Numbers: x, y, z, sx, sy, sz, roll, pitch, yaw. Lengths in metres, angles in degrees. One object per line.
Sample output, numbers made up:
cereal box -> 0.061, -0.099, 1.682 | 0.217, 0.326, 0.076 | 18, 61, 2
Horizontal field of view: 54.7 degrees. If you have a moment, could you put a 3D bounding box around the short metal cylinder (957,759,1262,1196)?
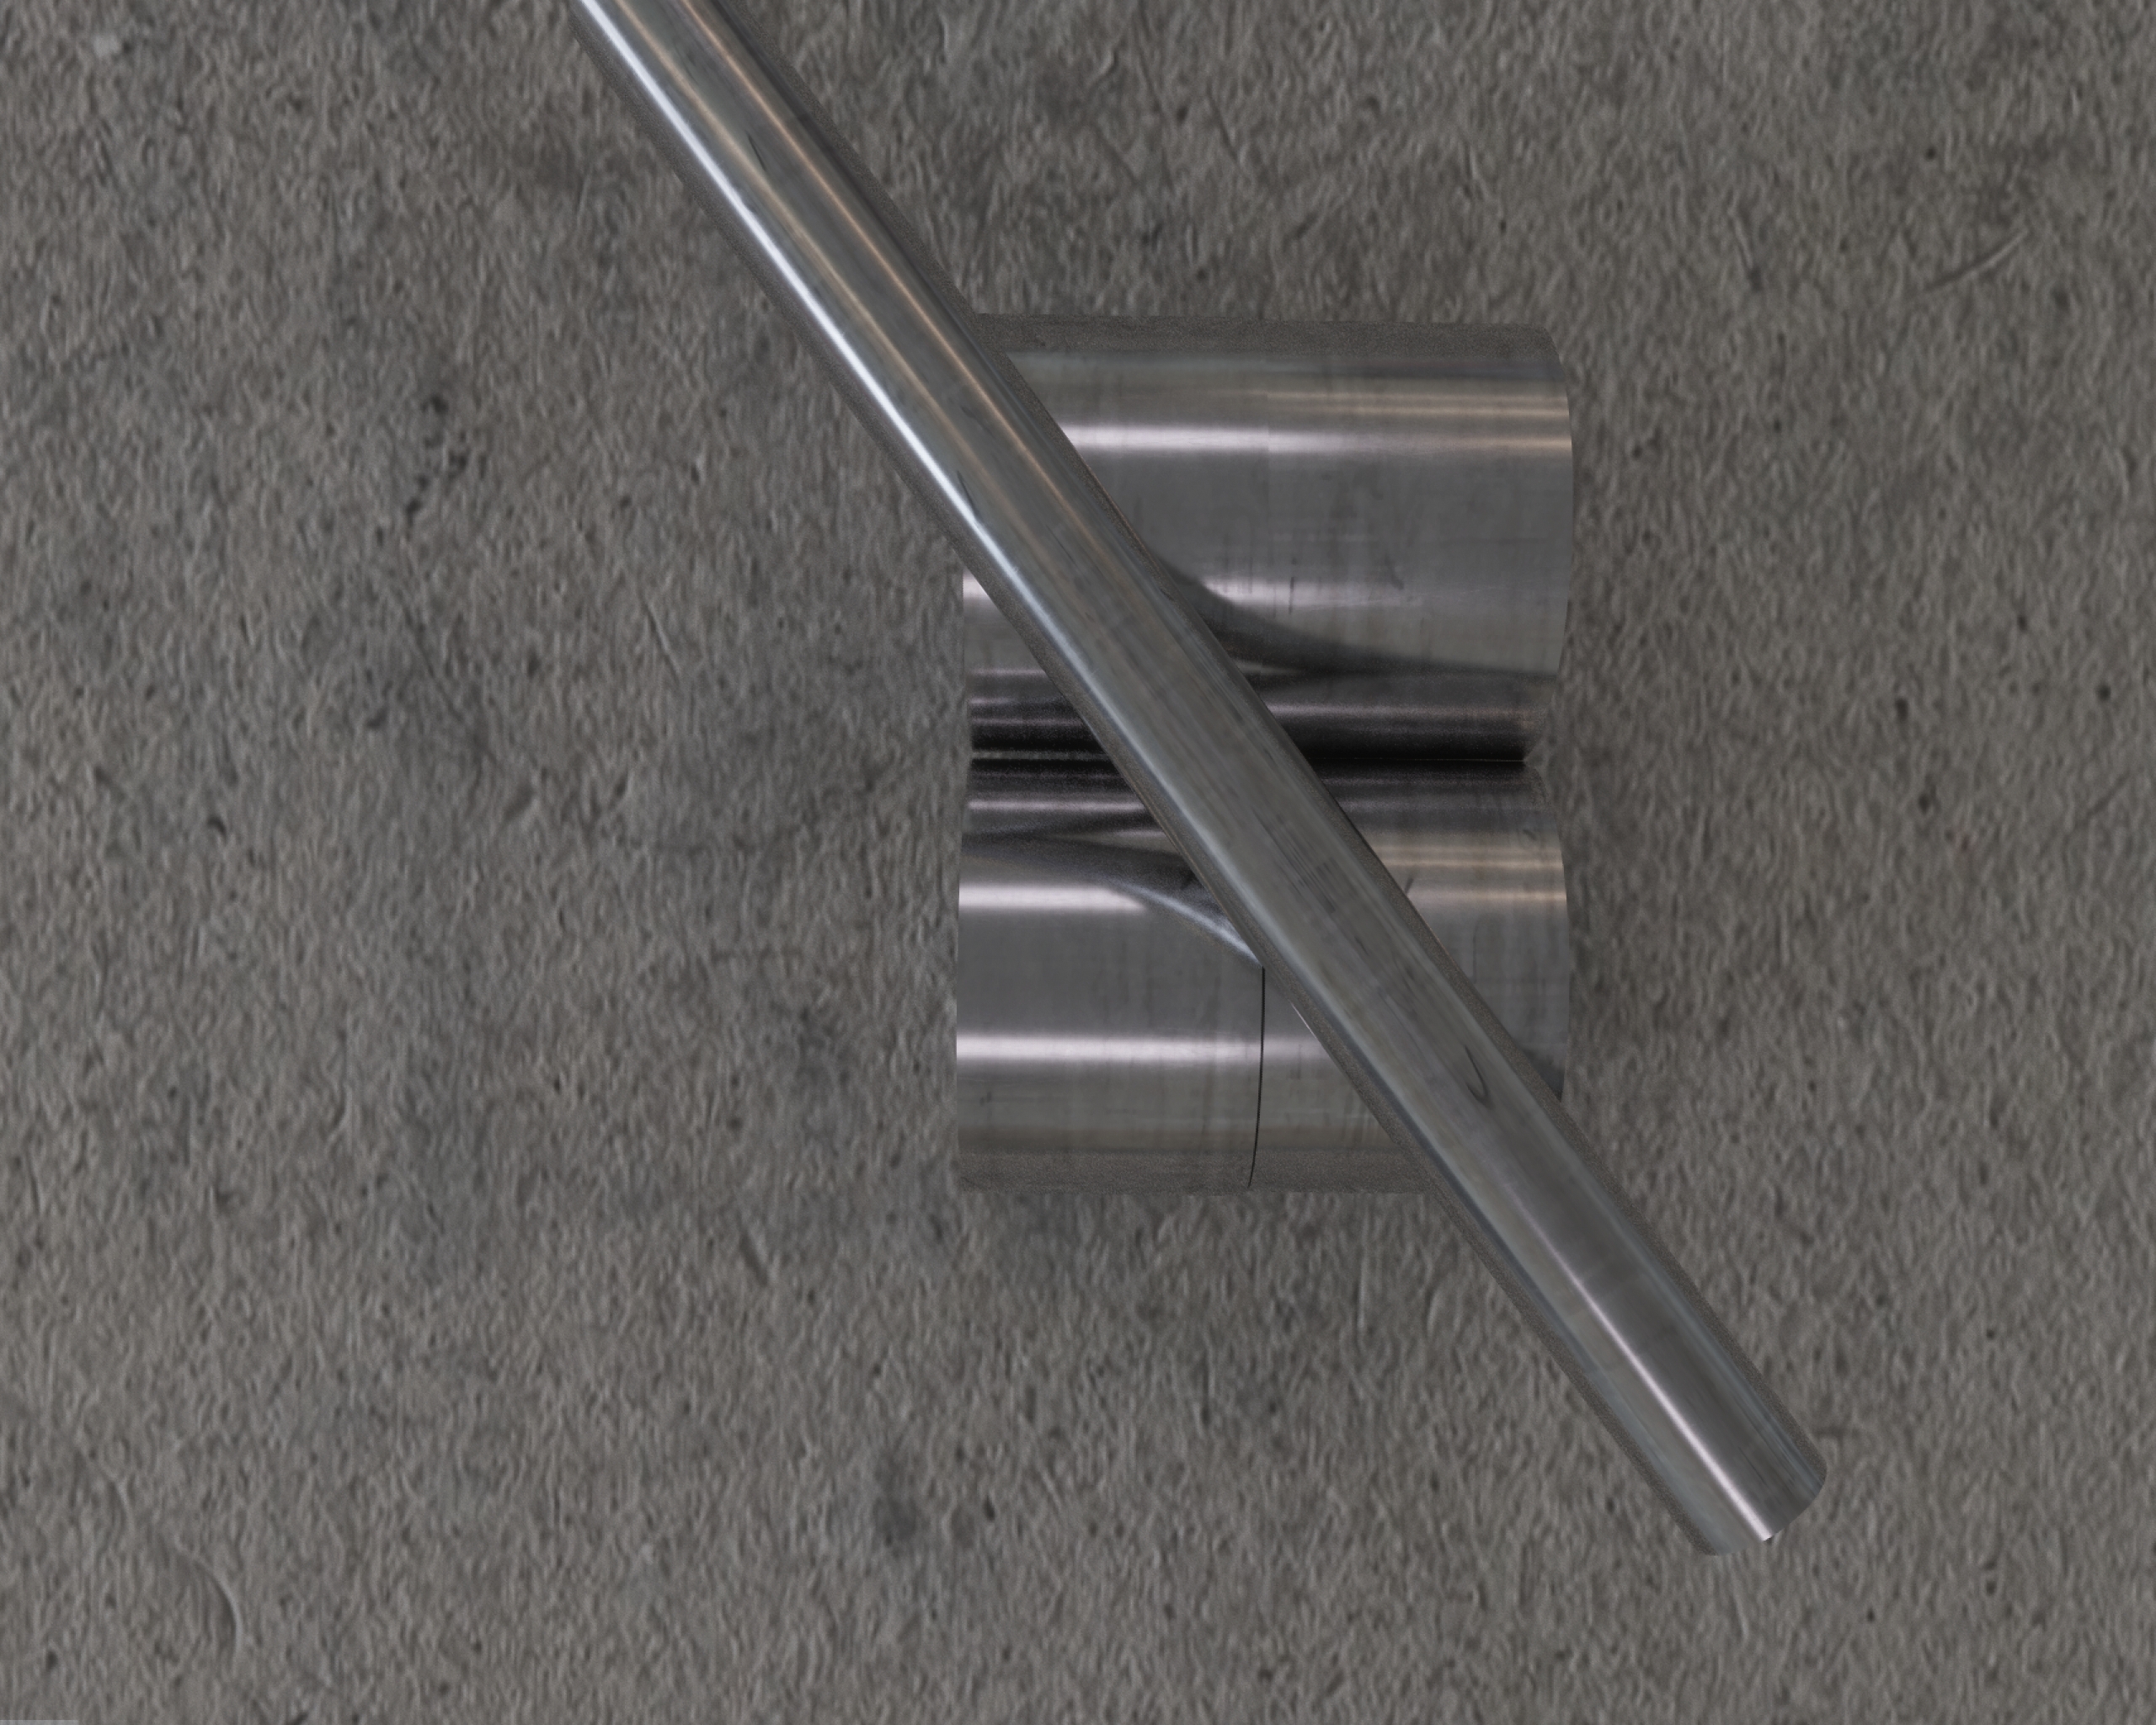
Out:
short metal cylinder -> 0.005, 0.021, 0.384 | 0.050, 0.080, 0.079 | 1, 90, 0

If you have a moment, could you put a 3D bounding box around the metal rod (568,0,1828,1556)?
metal rod -> 0.019, -0.018, 0.331 | 0.025, 0.025, 0.299 | -37, 90, 0

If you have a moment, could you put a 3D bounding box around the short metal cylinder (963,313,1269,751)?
short metal cylinder -> 0.006, -0.060, 0.384 | 0.050, 0.080, 0.079 | 1, 90, 0

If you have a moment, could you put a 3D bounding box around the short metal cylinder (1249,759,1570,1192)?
short metal cylinder -> 0.056, 0.021, 0.384 | 0.050, 0.080, 0.079 | 1, 90, 0

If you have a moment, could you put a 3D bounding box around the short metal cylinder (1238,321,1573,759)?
short metal cylinder -> 0.057, -0.059, 0.384 | 0.050, 0.080, 0.079 | 1, 90, 0
